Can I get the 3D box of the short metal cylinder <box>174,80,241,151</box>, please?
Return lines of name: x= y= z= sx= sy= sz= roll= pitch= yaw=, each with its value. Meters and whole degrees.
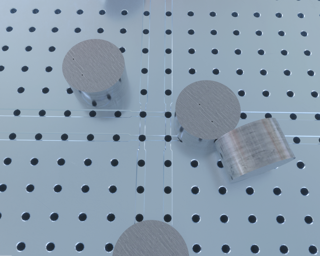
short metal cylinder: x=0.059 y=-0.015 z=0.405 sx=0.081 sy=0.050 sz=0.080 roll=0 pitch=70 yaw=0

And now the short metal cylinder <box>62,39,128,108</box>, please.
short metal cylinder: x=-0.086 y=-0.074 z=0.424 sx=0.081 sy=0.050 sz=0.080 roll=0 pitch=70 yaw=-1

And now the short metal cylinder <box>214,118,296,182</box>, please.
short metal cylinder: x=0.113 y=0.028 z=0.374 sx=0.081 sy=0.080 sz=0.050 roll=-17 pitch=71 yaw=-7

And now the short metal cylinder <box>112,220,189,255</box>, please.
short metal cylinder: x=-0.010 y=0.145 z=0.345 sx=0.081 sy=0.050 sz=0.080 roll=0 pitch=70 yaw=-1
